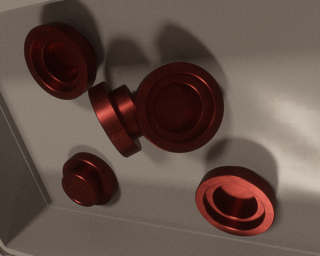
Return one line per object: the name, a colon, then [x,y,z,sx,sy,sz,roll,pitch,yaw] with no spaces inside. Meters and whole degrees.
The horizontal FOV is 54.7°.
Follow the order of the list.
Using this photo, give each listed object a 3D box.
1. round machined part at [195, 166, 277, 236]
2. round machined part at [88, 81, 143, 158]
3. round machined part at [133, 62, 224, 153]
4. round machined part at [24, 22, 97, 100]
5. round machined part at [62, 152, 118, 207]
round machined part: [0.099,0.088,0.400,0.098,0.042,0.097,13,124,20]
round machined part: [-0.045,-0.015,0.386,0.042,0.098,0.098,-28,106,1]
round machined part: [0.018,-0.023,0.351,0.099,0.042,0.097,-1,95,-13]
round machined part: [-0.124,-0.090,0.406,0.098,0.042,0.097,13,124,20]
round machined part: [-0.123,0.092,0.518,0.098,0.042,0.097,13,124,20]
